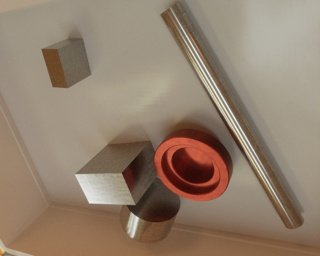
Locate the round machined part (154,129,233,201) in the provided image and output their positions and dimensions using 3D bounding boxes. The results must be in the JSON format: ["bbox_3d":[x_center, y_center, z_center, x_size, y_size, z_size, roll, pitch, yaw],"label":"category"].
[{"bbox_3d":[0.046,0.043,0.399,0.098,0.042,0.097,13,124,20],"label":"round machined part"}]

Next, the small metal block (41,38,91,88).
[{"bbox_3d":[-0.119,-0.085,0.401,0.025,0.050,0.050,7,121,24],"label":"small metal block"}]

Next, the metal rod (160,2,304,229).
[{"bbox_3d":[0.090,-0.003,0.358,0.025,0.025,0.299,-23,106,36],"label":"metal rod"}]

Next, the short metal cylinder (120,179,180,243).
[{"bbox_3d":[-0.015,0.119,0.453,0.080,0.080,0.050,25,127,12],"label":"short metal cylinder"}]

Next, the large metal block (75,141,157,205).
[{"bbox_3d":[-0.056,0.062,0.439,0.080,0.080,0.050,-6,114,31],"label":"large metal block"}]
